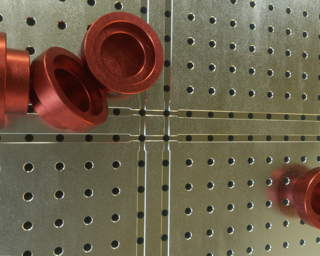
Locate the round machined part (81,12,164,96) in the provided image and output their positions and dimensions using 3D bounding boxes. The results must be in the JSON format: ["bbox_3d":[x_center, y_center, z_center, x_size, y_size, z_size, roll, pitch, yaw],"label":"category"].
[{"bbox_3d":[-0.048,-0.088,0.382,0.099,0.042,0.097,2,86,-27],"label":"round machined part"}]

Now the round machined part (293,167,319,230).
[{"bbox_3d":[0.256,0.111,0.501,0.099,0.042,0.097,0,90,-21],"label":"round machined part"}]

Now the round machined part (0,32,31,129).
[{"bbox_3d":[-0.159,-0.047,0.316,0.042,0.098,0.097,1,90,-28],"label":"round machined part"}]

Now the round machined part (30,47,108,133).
[{"bbox_3d":[-0.105,-0.037,0.346,0.042,0.098,0.098,-29,102,18],"label":"round machined part"}]
